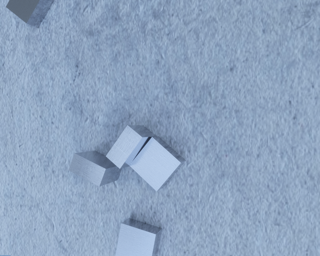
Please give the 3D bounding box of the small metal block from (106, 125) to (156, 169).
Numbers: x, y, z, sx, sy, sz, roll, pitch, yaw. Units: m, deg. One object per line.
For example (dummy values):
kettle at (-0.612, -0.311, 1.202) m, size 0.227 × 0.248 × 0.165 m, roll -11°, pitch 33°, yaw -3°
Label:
small metal block at (-0.036, 0.024, 0.408) m, size 0.025 × 0.050 × 0.050 m, roll 39°, pitch 102°, yaw 16°

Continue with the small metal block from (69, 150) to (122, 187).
small metal block at (-0.087, 0.054, 0.425) m, size 0.050 × 0.050 × 0.025 m, roll 23°, pitch 98°, yaw 18°

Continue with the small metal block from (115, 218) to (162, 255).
small metal block at (-0.029, 0.156, 0.418) m, size 0.050 × 0.025 × 0.050 m, roll 12°, pitch 94°, yaw 19°

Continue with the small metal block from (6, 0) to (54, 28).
small metal block at (-0.201, -0.192, 0.478) m, size 0.050 × 0.025 × 0.050 m, roll 39°, pitch 102°, yaw 15°

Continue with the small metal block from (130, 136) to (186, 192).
small metal block at (-0.003, 0.046, 0.409) m, size 0.050 × 0.025 × 0.050 m, roll 42°, pitch 103°, yaw 14°
